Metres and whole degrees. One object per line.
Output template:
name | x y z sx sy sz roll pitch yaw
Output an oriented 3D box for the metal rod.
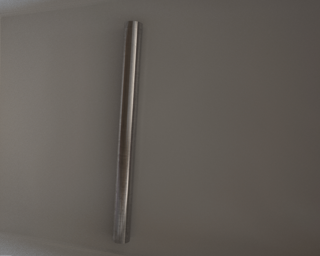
metal rod | -0.045 0.007 0.426 0.025 0.025 0.298 4 91 20
